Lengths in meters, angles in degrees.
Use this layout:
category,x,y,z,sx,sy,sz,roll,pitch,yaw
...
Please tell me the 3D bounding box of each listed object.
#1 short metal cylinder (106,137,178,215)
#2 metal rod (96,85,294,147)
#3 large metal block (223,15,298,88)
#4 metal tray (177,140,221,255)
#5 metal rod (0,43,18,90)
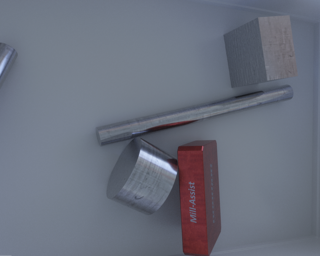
category,x,y,z,sx,sy,sz,roll,pitch,yaw
short metal cylinder,-0.022,0.057,0.374,0.050,0.080,0.080,29,80,-18
metal rod,0.062,-0.022,0.434,0.302,0.025,0.025,-14,95,-20
large metal block,0.138,-0.103,0.434,0.050,0.080,0.079,-11,94,-20
metal tray,0.053,0.083,0.398,0.030,0.090,0.129,-3,92,21
metal rod,-0.198,0.042,0.277,0.025,0.025,0.300,22,59,-19
